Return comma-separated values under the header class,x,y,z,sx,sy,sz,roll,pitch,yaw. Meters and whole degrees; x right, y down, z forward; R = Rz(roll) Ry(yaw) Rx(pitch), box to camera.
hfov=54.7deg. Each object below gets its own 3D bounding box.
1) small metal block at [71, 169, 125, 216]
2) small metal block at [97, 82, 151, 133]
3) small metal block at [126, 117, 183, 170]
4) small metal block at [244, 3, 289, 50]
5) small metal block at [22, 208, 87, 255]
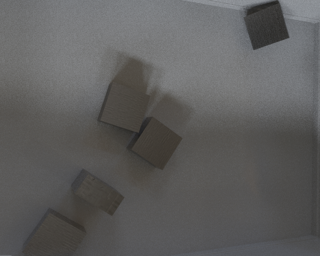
class,x,y,z,sx,sy,sz,roll,pitch,yaw
small metal block,-0.076,0.075,0.370,0.050,0.050,0.025,37,78,-17
small metal block,-0.046,-0.025,0.394,0.050,0.025,0.050,19,84,-20
small metal block,-0.007,0.020,0.409,0.050,0.025,0.050,36,78,-17
small metal block,0.157,-0.148,0.455,0.025,0.050,0.050,-33,106,-61
small metal block,-0.124,0.131,0.365,0.050,0.025,0.050,37,78,-17
